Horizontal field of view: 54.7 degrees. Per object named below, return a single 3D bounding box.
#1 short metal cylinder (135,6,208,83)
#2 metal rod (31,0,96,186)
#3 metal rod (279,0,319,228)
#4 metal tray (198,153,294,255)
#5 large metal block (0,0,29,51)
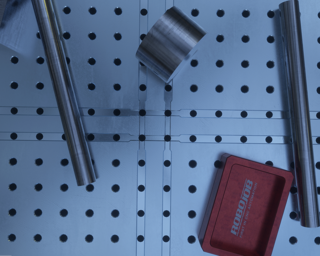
[{"bbox_3d":[0.015,-0.103,0.386,0.050,0.080,0.080,40,90,-1],"label":"short metal cylinder"},{"bbox_3d":[-0.133,-0.071,0.411,0.025,0.025,0.298,-14,90,0],"label":"metal rod"},{"bbox_3d":[0.187,-0.019,0.415,0.025,0.025,0.298,-6,90,-1],"label":"metal rod"},{"bbox_3d":[0.113,0.107,0.412,0.091,0.030,0.129,16,90,-1],"label":"metal tray"},{"bbox_3d":[-0.226,-0.153,0.398,0.080,0.050,0.080,15,90,-1],"label":"large metal block"}]
